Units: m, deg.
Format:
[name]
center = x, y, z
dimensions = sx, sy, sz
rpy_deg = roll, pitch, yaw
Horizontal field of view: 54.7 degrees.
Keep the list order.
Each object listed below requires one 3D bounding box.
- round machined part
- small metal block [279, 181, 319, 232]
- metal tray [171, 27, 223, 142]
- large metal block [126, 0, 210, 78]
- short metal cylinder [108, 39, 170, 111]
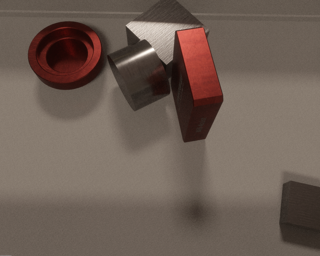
[round machined part]
center = -0.128, -0.096, 0.434
dimensions = 0.099, 0.042, 0.098
rpy_deg = 0, 70, -1
[small metal block]
center = 0.177, 0.096, 0.377
dimensions = 0.050, 0.025, 0.050
rpy_deg = 12, 70, 4
[metal tray]
center = 0.039, -0.044, 0.371
dimensions = 0.030, 0.130, 0.090
rpy_deg = -10, 71, -4
[large metal block]
center = 0.010, -0.127, 0.441
dimensions = 0.080, 0.050, 0.080
rpy_deg = -41, 78, -14
[short metal cylinder]
center = -0.028, -0.068, 0.405
dimensions = 0.050, 0.080, 0.080
rpy_deg = -27, 73, -9
